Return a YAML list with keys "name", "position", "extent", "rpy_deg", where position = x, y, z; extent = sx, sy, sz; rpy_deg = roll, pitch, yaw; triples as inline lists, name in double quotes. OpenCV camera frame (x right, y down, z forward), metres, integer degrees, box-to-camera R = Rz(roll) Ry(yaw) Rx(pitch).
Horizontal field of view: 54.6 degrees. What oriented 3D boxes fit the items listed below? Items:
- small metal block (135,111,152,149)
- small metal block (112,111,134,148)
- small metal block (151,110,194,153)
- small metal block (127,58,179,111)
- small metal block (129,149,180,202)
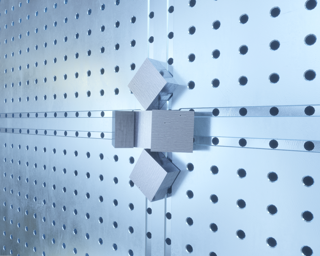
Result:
- name: "small metal block"
  position: [-0.010, 0.002, 0.418]
  extent: [0.050, 0.025, 0.050]
  rpy_deg: [2, 90, 40]
- name: "small metal block"
  position: [-0.053, 0.001, 0.438]
  extent: [0.050, 0.025, 0.050]
  rpy_deg: [-170, 81, -76]
- name: "small metal block"
  position: [0.015, 0.004, 0.380]
  extent: [0.050, 0.025, 0.050]
  rpy_deg: [2, 92, -1]
- name: "small metal block"
  position: [-0.010, -0.058, 0.419]
  extent: [0.050, 0.025, 0.050]
  rpy_deg: [-51, 59, 27]
- name: "small metal block"
  position: [-0.009, 0.062, 0.417]
  extent: [0.050, 0.025, 0.050]
  rpy_deg: [42, 116, 33]
